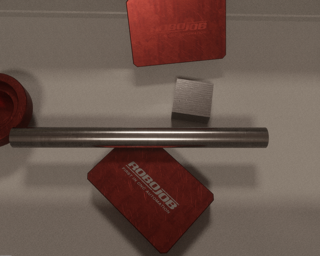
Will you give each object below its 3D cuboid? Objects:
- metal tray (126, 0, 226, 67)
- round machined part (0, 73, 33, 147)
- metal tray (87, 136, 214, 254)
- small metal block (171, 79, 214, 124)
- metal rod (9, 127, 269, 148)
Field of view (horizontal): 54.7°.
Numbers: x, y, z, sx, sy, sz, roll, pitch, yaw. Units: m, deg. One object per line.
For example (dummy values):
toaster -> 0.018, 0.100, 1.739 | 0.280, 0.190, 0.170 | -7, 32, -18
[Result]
metal tray -> 0.023, -0.138, 0.429 | 0.131, 0.030, 0.089 | -6, 113, -3
round machined part -> -0.216, -0.020, 0.405 | 0.099, 0.042, 0.098 | 0, 70, -1
metal tray -> -0.012, 0.074, 0.380 | 0.130, 0.030, 0.090 | 42, 75, 13
small metal block -> 0.044, -0.036, 0.424 | 0.050, 0.025, 0.050 | 9, 70, 2
metal rod -> -0.024, 0.011, 0.372 | 0.302, 0.025, 0.025 | 0, 70, 0
